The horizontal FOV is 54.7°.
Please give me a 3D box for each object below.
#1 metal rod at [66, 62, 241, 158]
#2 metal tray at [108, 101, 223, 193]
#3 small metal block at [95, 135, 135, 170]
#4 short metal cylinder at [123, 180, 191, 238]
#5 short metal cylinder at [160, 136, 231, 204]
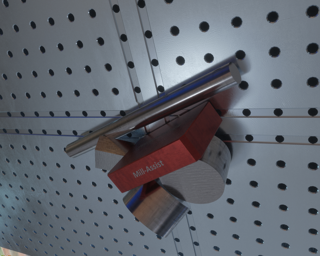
[{"bbox_3d":[-0.031,-0.011,0.416,0.299,0.025,0.025,-23,106,36],"label":"metal rod"},{"bbox_3d":[0.005,0.024,0.377,0.130,0.090,0.030,-30,102,37],"label":"metal tray"},{"bbox_3d":[-0.066,0.040,0.449,0.050,0.025,0.050,12,142,-1],"label":"small metal block"},{"bbox_3d":[-0.004,0.104,0.428,0.080,0.080,0.050,40,88,0],"label":"short metal cylinder"},{"bbox_3d":[0.045,0.050,0.391,0.080,0.050,0.079,12,131,14],"label":"short metal cylinder"}]
